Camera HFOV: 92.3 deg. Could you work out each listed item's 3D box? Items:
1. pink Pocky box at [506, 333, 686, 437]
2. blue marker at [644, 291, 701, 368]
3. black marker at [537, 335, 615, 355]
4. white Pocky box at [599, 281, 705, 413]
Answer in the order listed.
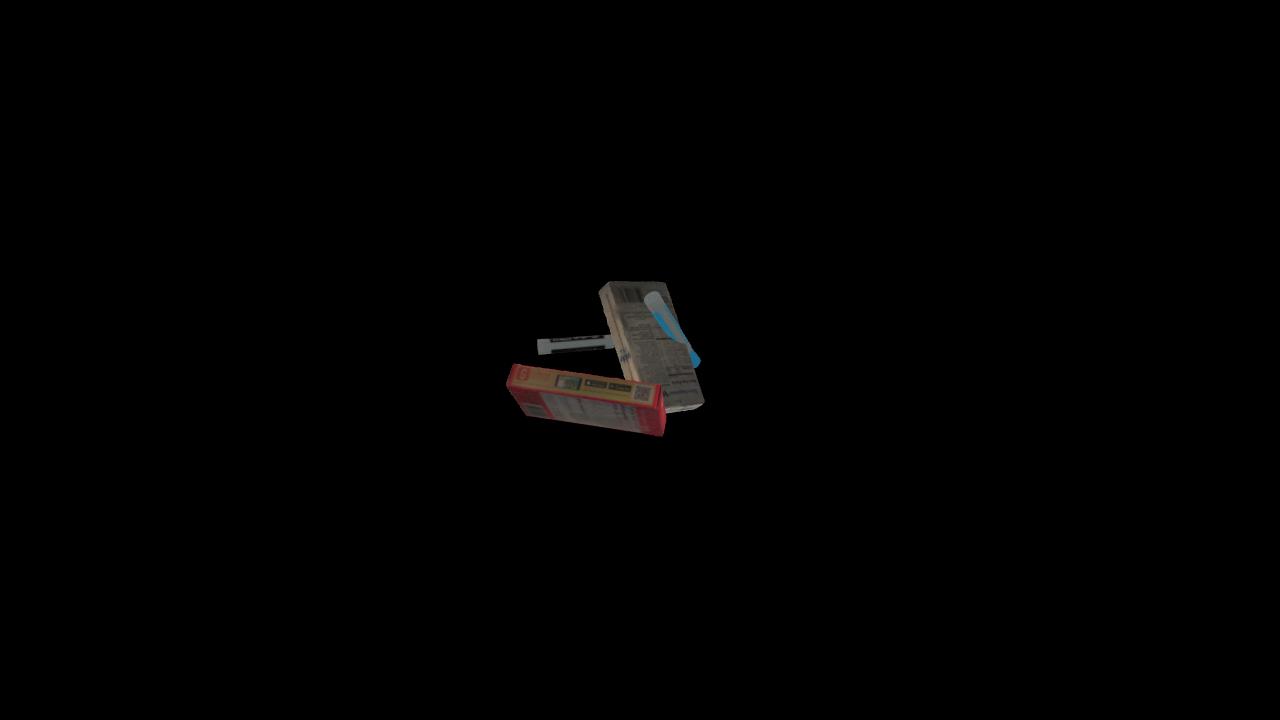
[{"bbox_3d":[-0.051,0.042,0.632,0.155,0.029,0.084,8,-25,10],"label":"pink Pocky box"},{"bbox_3d":[0.039,-0.030,0.696,0.020,0.020,0.121,0,-38,34],"label":"blue marker"},{"bbox_3d":[-0.062,-0.020,0.736,0.121,0.020,0.020,-4,1,-10],"label":"black marker"},{"bbox_3d":[0.013,-0.015,0.685,0.084,0.154,0.028,-4,-21,-38],"label":"white Pocky box"}]
